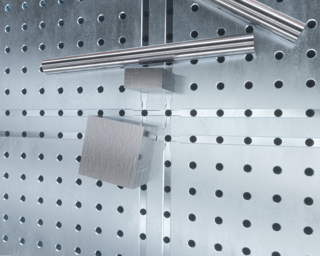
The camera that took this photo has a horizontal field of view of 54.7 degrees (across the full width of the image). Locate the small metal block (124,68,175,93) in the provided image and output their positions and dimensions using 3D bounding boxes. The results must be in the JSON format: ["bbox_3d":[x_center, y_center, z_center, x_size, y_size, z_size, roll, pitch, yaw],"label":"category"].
[{"bbox_3d":[-0.012,-0.061,0.403,0.050,0.050,0.025,3,91,19],"label":"small metal block"}]

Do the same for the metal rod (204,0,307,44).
[{"bbox_3d":[0.041,-0.187,0.397,0.300,0.025,0.025,33,101,16],"label":"metal rod"}]

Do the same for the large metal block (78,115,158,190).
[{"bbox_3d":[-0.055,0.030,0.418,0.080,0.050,0.079,12,94,19],"label":"large metal block"}]

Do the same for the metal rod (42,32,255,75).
[{"bbox_3d":[-0.029,-0.098,0.421,0.301,0.025,0.025,-2,90,19],"label":"metal rod"}]
